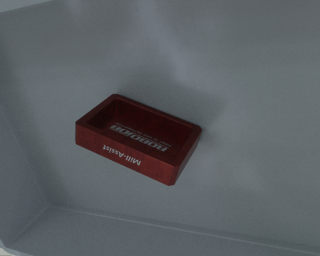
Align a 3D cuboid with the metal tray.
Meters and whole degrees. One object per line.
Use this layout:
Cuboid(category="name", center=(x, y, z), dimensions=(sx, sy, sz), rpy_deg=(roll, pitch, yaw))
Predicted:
Cuboid(category="metal tray", center=(-0.024, 0.009, 0.379), dimensions=(0.130, 0.090, 0.030), rpy_deg=(22, 127, 13))
